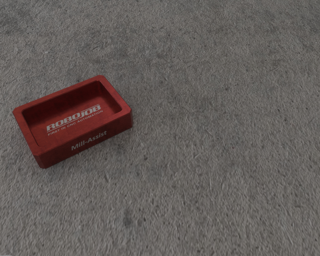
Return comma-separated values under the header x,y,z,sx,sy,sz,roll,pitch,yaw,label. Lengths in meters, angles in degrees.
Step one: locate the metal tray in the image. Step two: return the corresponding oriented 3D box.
x,y,z,sx,sy,sz,roll,pitch,yaw,label
-0.113,-0.013,0.410,0.131,0.030,0.090,-27,55,-21,metal tray
